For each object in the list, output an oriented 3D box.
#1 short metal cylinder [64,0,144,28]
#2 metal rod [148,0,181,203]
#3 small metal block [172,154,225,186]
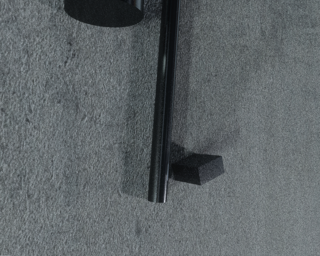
[{"bbox_3d":[-0.057,-0.143,0.323,0.081,0.080,0.050,4,88,-40],"label":"short metal cylinder"},{"bbox_3d":[0.007,-0.053,0.412,0.025,0.025,0.298,7,86,-40],"label":"metal rod"},{"bbox_3d":[0.054,0.057,0.436,0.050,0.050,0.025,-18,102,-39],"label":"small metal block"}]
